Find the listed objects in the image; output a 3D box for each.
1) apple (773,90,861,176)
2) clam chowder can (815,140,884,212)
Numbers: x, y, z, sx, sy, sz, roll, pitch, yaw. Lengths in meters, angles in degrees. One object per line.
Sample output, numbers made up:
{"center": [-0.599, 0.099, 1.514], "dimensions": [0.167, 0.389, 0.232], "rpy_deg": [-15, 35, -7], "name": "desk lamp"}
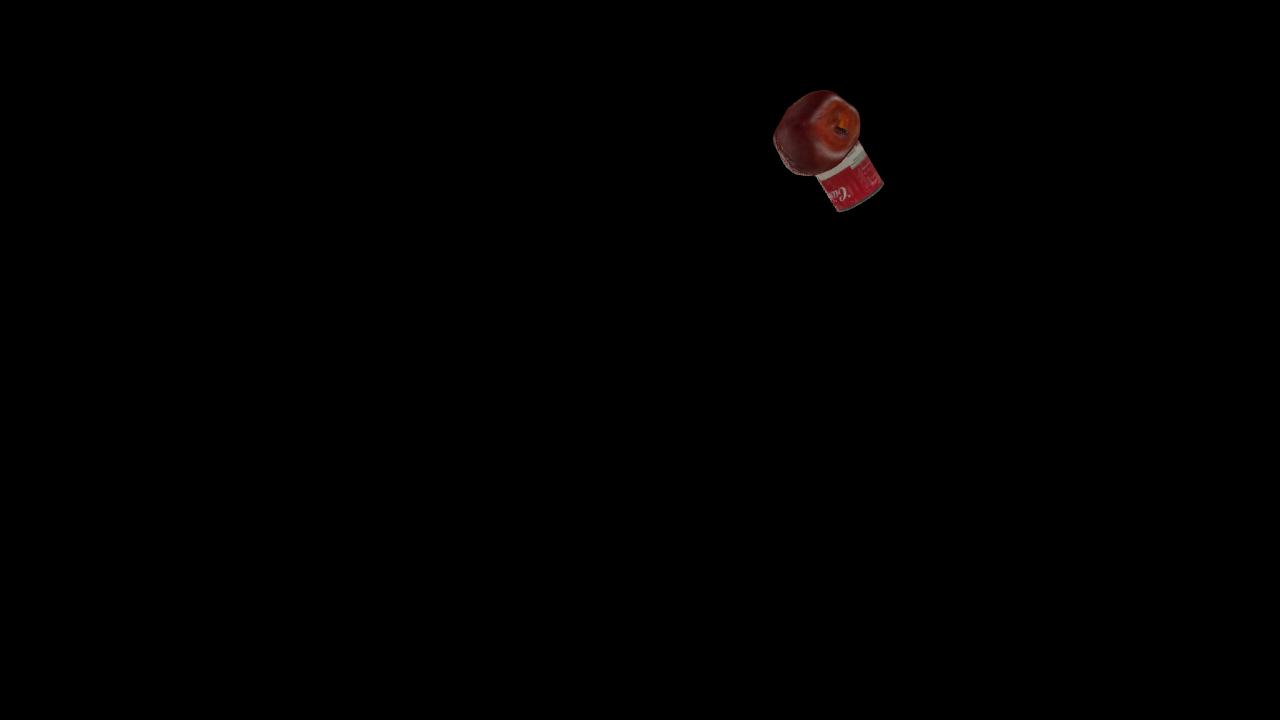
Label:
{"center": [0.174, -0.223, 0.613], "dimensions": [0.079, 0.079, 0.093], "rpy_deg": [0, 11, -22], "name": "apple"}
{"center": [0.261, -0.254, 0.799], "dimensions": [0.068, 0.102, 0.068], "rpy_deg": [-34, 16, 11], "name": "clam chowder can"}
